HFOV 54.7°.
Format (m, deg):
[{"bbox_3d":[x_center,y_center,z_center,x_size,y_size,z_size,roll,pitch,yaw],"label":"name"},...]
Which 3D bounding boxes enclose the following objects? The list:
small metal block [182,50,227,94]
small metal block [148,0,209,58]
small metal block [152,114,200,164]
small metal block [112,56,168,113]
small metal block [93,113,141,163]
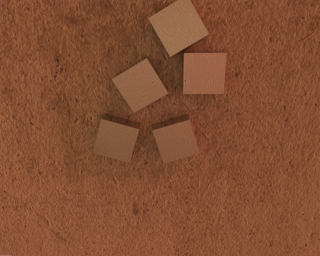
[{"bbox_3d":[0.053,-0.069,0.385,0.050,0.025,0.050,0,111,0],"label":"small metal block"},{"bbox_3d":[0.022,-0.117,0.361,0.050,0.025,0.050,-29,94,10],"label":"small metal block"},{"bbox_3d":[0.021,0.014,0.415,0.050,0.025,0.050,-16,110,6],"label":"small metal block"},{"bbox_3d":[-0.024,-0.055,0.389,0.050,0.025,0.050,-29,108,10],"label":"small metal block"},{"bbox_3d":[-0.058,0.013,0.414,0.050,0.025,0.050,16,109,-6],"label":"small metal block"}]
